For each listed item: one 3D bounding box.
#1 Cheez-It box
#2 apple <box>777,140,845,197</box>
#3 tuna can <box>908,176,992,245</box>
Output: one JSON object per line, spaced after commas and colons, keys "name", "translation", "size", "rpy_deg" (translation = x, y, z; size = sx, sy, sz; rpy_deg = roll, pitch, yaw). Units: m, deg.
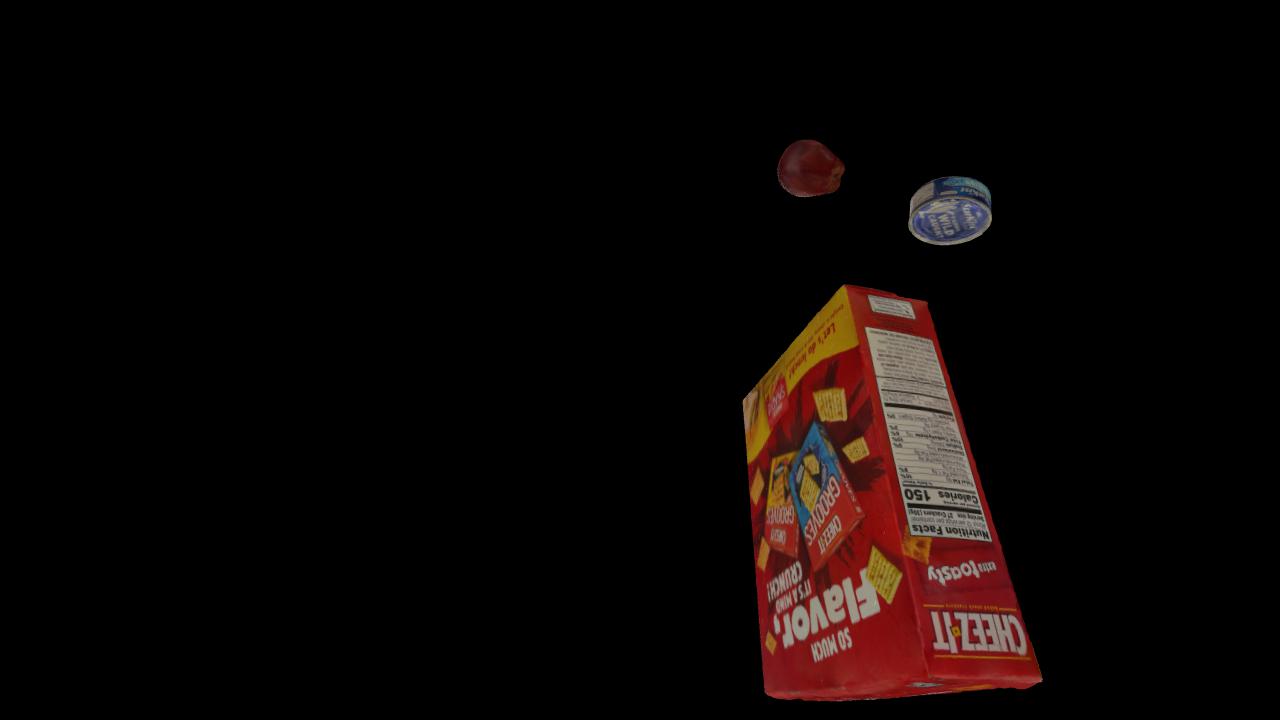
{"name": "Cheez-It box", "translation": [0.133, 0.090, 0.395], "size": [0.071, 0.223, 0.166], "rpy_deg": [9, -33, -12]}
{"name": "apple", "translation": [0.242, -0.273, 0.878], "size": [0.079, 0.079, 0.093], "rpy_deg": [0, 26, -42]}
{"name": "tuna can", "translation": [0.349, -0.168, 0.694], "size": [0.084, 0.034, 0.084], "rpy_deg": [12, -23, 5]}
